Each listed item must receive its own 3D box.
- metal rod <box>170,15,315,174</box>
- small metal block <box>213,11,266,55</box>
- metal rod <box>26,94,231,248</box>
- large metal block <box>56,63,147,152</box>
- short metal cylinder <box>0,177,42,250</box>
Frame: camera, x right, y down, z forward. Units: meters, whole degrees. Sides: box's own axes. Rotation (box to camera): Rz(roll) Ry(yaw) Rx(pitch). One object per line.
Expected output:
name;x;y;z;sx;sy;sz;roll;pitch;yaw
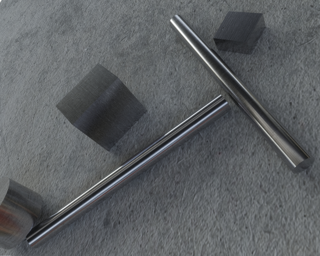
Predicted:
metal rod;0.084;-0.065;0.398;0.025;0.025;0.300;-34;52;6
small metal block;0.110;-0.132;0.426;0.050;0.025;0.050;19;72;35
metal rod;-0.041;0.056;0.389;0.300;0.025;0.025;-36;51;3
large metal block;-0.077;-0.027;0.424;0.080;0.080;0.050;-47;52;-5
short metal cylinder;-0.204;0.112;0.409;0.080;0.050;0.080;-29;37;25
